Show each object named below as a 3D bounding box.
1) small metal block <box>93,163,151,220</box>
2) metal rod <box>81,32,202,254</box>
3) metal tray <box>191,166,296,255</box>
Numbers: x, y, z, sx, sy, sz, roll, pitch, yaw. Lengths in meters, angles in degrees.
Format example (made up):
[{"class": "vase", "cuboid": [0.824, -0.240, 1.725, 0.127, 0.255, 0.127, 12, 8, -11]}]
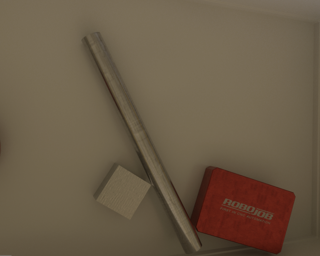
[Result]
[{"class": "small metal block", "cuboid": [-0.048, 0.080, 0.394, 0.050, 0.025, 0.050, 35, 79, -17]}, {"class": "metal rod", "cuboid": [-0.021, 0.022, 0.392, 0.025, 0.025, 0.299, -27, 95, -18]}, {"class": "metal tray", "cuboid": [0.118, 0.116, 0.441, 0.131, 0.030, 0.090, 19, 83, -9]}]
